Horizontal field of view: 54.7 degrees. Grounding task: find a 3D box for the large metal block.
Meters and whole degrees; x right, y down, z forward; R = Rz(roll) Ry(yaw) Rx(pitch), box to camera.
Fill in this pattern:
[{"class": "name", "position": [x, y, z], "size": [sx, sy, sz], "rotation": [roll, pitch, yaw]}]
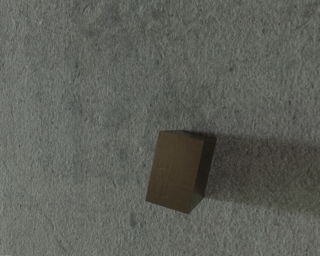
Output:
[{"class": "large metal block", "position": [0.028, 0.047, 0.369], "size": [0.050, 0.080, 0.079], "rotation": [13, 94, 19]}]
